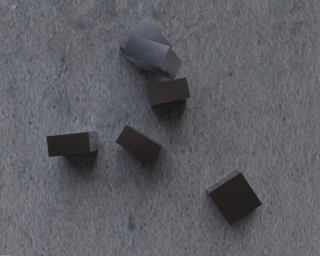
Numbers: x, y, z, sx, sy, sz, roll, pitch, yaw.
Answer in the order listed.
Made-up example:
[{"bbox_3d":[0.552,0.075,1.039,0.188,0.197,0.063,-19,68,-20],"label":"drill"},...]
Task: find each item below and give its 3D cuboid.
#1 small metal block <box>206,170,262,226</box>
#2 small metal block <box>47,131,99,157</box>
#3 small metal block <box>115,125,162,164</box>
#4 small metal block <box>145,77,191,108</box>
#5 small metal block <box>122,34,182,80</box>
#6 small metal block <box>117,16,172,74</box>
[{"bbox_3d":[0.097,0.091,0.411,0.050,0.025,0.050,-33,90,0],"label":"small metal block"},{"bbox_3d":[-0.110,0.020,0.396,0.050,0.050,0.025,-6,90,-1],"label":"small metal block"},{"bbox_3d":[-0.026,0.020,0.397,0.050,0.050,0.025,32,90,-1],"label":"small metal block"},{"bbox_3d":[0.010,-0.044,0.398,0.050,0.050,0.025,-12,91,-1],"label":"small metal block"},{"bbox_3d":[-0.008,-0.082,0.365,0.050,0.050,0.025,24,90,21],"label":"small metal block"},{"bbox_3d":[-0.019,-0.108,0.410,0.050,0.025,0.050,-41,90,0],"label":"small metal block"}]
